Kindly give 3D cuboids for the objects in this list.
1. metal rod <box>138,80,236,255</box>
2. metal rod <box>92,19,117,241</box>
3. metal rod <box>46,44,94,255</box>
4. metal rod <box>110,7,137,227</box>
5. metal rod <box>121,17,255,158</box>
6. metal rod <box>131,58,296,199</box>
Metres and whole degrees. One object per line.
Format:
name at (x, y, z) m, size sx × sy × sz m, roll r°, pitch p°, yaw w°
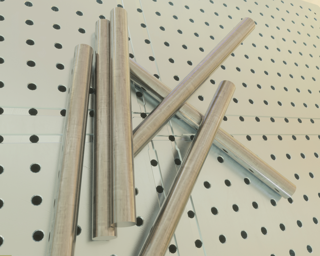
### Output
metal rod at (0.036, 0.051, 0.375) m, size 0.025 × 0.025 × 0.301 m, roll 33°, pitch 58°, yaw -7°
metal rod at (-0.069, -0.020, 0.382) m, size 0.025 × 0.025 × 0.299 m, roll 8°, pitch 58°, yaw -24°
metal rod at (-0.096, 0.025, 0.340) m, size 0.025 × 0.025 × 0.299 m, roll 11°, pitch 57°, yaw -22°
metal rod at (-0.048, -0.036, 0.375) m, size 0.025 × 0.025 × 0.299 m, roll 9°, pitch 57°, yaw -24°
metal rod at (0.049, -0.067, 0.432) m, size 0.025 × 0.025 × 0.301 m, roll 43°, pitch 64°, yaw 1°
metal rod at (0.070, 0.002, 0.443) m, size 0.300 × 0.025 × 0.025 m, roll 37°, pitch 51°, yaw -3°
